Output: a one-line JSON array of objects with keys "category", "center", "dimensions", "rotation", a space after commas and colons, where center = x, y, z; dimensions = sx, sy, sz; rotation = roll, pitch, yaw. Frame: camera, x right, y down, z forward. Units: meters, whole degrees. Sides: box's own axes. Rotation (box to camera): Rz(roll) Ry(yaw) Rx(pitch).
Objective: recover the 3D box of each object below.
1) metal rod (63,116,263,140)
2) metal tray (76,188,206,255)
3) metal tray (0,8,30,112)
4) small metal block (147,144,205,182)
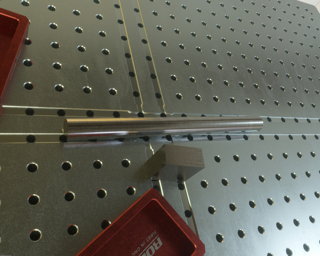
[{"category": "metal rod", "center": [0.025, -0.003, 0.424], "dimensions": [0.303, 0.025, 0.025], "rotation": [-2, 63, -30]}, {"category": "metal tray", "center": [-0.024, 0.134, 0.310], "dimensions": [0.090, 0.030, 0.131], "rotation": [49, 51, 6]}, {"category": "metal tray", "center": [-0.209, -0.085, 0.344], "dimensions": [0.091, 0.030, 0.130], "rotation": [15, 56, -20]}, {"category": "small metal block", "center": [0.018, 0.044, 0.377], "dimensions": [0.050, 0.050, 0.025], "rotation": [8, 58, -25]}]
